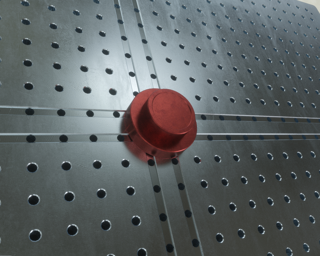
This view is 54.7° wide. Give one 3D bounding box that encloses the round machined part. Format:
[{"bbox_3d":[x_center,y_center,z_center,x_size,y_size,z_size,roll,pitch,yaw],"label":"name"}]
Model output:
[{"bbox_3d":[0.007,-0.013,0.410,0.099,0.042,0.098,14,56,-21],"label":"round machined part"}]
